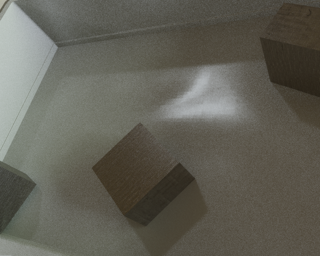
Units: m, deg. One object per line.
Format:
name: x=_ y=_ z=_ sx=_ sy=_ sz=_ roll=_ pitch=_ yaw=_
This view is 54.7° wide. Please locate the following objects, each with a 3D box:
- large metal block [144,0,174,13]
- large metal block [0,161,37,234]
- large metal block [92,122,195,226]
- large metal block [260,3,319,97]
large metal block: x=0.000 y=-0.268 z=0.557 sx=0.080 sy=0.050 sz=0.080 roll=-26 pitch=53 yaw=12
large metal block: x=-0.240 y=0.089 z=0.436 sx=0.050 sy=0.080 sz=0.080 roll=17 pitch=70 yaw=49
large metal block: x=-0.020 y=0.054 z=0.368 sx=0.080 sy=0.050 sz=0.080 roll=-44 pitch=51 yaw=-2
large metal block: x=0.163 y=-0.081 z=0.334 sx=0.080 sy=0.080 sz=0.050 roll=29 pitch=78 yaw=37
